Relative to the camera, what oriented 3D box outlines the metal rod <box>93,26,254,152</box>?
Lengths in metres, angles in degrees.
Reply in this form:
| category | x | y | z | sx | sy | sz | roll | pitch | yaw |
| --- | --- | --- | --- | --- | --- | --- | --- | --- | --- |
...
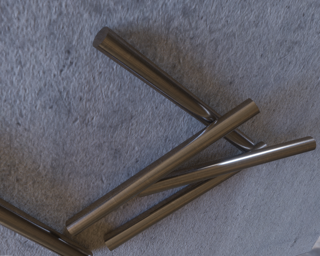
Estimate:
| category | x | y | z | sx | sy | sz | roll | pitch | yaw |
| --- | --- | --- | --- | --- | --- | --- | --- | --- | --- |
| metal rod | 0.040 | -0.032 | 0.410 | 0.301 | 0.025 | 0.025 | 31 | 101 | -38 |

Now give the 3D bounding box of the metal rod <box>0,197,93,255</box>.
| category | x | y | z | sx | sy | sz | roll | pitch | yaw |
| --- | --- | --- | --- | --- | --- | --- | --- | --- | --- |
| metal rod | -0.181 | 0.107 | 0.374 | 0.025 | 0.025 | 0.300 | -39 | 130 | -2 |

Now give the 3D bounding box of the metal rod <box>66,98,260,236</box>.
| category | x | y | z | sx | sy | sz | roll | pitch | yaw |
| --- | --- | --- | --- | --- | --- | --- | --- | --- | --- |
| metal rod | 0.002 | 0.054 | 0.422 | 0.301 | 0.025 | 0.025 | -34 | 130 | 2 |

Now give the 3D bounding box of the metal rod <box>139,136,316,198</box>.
| category | x | y | z | sx | sy | sz | roll | pitch | yaw |
| --- | --- | --- | --- | --- | --- | --- | --- | --- | --- |
| metal rod | 0.111 | 0.057 | 0.484 | 0.302 | 0.025 | 0.025 | -12 | 124 | -15 |

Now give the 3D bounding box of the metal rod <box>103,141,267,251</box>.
| category | x | y | z | sx | sy | sz | roll | pitch | yaw |
| --- | --- | --- | --- | --- | --- | --- | --- | --- | --- |
| metal rod | 0.049 | 0.105 | 0.500 | 0.302 | 0.025 | 0.025 | -29 | 129 | -10 |
